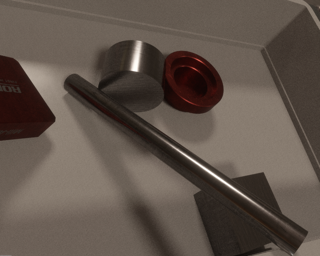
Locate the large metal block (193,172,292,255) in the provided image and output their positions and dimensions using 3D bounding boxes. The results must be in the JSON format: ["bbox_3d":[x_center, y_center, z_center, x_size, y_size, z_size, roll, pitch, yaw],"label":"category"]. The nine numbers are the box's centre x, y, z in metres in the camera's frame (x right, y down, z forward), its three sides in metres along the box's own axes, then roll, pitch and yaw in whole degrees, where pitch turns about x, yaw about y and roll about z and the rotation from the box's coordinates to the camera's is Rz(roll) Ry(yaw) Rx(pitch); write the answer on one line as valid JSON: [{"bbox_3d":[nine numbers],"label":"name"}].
[{"bbox_3d":[0.099,0.106,0.381,0.081,0.050,0.080,-4,64,-31],"label":"large metal block"}]

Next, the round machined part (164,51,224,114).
[{"bbox_3d":[0.041,-0.062,0.457,0.099,0.042,0.098,14,56,-21],"label":"round machined part"}]

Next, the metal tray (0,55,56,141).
[{"bbox_3d":[-0.168,-0.032,0.286,0.090,0.030,0.130,54,16,9],"label":"metal tray"}]

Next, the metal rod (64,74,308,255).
[{"bbox_3d":[0.004,0.020,0.321,0.300,0.025,0.025,34,47,25],"label":"metal rod"}]

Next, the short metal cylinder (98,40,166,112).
[{"bbox_3d":[-0.034,-0.063,0.392,0.081,0.080,0.050,17,55,-19],"label":"short metal cylinder"}]
